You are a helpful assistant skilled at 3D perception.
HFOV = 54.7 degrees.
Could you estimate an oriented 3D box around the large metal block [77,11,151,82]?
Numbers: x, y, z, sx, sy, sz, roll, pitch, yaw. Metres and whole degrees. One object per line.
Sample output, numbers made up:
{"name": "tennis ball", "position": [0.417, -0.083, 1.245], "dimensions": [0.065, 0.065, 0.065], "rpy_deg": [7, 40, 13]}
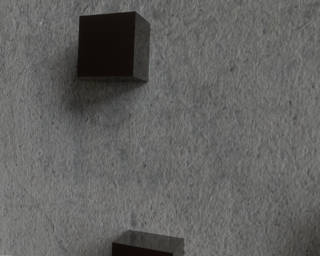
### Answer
{"name": "large metal block", "position": [-0.061, -0.105, 0.416], "dimensions": [0.080, 0.050, 0.079], "rpy_deg": [3, 91, 19]}

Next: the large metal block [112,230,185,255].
{"name": "large metal block", "position": [-0.015, 0.185, 0.400], "dimensions": [0.080, 0.050, 0.079], "rpy_deg": [2, 91, 19]}
